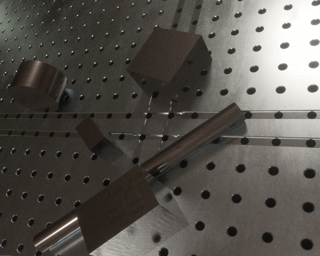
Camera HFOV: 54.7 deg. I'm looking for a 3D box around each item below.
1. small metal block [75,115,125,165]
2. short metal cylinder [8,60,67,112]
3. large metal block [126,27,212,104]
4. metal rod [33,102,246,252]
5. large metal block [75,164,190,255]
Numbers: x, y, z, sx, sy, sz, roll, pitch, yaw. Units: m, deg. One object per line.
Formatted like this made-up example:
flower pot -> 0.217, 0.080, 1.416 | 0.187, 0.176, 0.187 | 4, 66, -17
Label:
small metal block -> -0.082, 0.017, 0.423 | 0.025, 0.050, 0.050 | -43, 51, -1
short metal cylinder -> -0.202, -0.068, 0.518 | 0.080, 0.080, 0.050 | -4, 60, 26
large metal block -> 0.014, -0.090, 0.439 | 0.080, 0.050, 0.080 | 23, 74, 36
metal rod -> -0.029, 0.063, 0.382 | 0.300, 0.025, 0.025 | -34, 52, 5
large metal block -> -0.027, 0.095, 0.328 | 0.080, 0.080, 0.050 | -36, 51, 4
